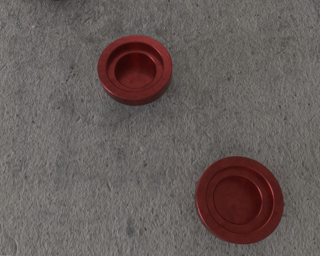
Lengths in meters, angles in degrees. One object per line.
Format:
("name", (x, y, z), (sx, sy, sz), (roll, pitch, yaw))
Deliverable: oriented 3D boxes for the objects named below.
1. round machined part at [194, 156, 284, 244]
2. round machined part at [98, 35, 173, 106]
("round machined part", (0.090, 0.086, 0.368), (0.099, 0.042, 0.098), (0, 70, 0))
("round machined part", (-0.033, -0.074, 0.426), (0.099, 0.042, 0.098), (0, 70, 0))
